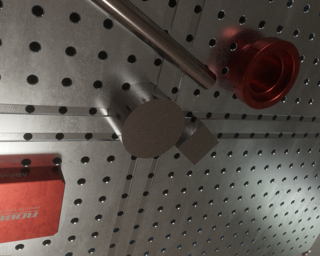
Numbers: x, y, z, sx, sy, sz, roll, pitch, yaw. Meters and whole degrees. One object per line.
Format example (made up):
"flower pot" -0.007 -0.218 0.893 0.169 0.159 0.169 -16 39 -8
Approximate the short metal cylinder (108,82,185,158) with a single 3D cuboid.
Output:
"short metal cylinder" -0.017 -0.010 0.381 0.081 0.050 0.079 -14 124 -21

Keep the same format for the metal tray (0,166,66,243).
"metal tray" -0.186 0.093 0.364 0.131 0.030 0.089 1 118 -29

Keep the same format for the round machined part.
"round machined part" 0.141 -0.078 0.431 0.099 0.042 0.097 -14 125 -21

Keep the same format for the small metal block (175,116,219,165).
"small metal block" 0.051 0.019 0.453 0.050 0.025 0.050 -43 130 1

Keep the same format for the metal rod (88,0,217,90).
"metal rod" -0.039 -0.120 0.316 0.301 0.025 0.025 29 102 -38
